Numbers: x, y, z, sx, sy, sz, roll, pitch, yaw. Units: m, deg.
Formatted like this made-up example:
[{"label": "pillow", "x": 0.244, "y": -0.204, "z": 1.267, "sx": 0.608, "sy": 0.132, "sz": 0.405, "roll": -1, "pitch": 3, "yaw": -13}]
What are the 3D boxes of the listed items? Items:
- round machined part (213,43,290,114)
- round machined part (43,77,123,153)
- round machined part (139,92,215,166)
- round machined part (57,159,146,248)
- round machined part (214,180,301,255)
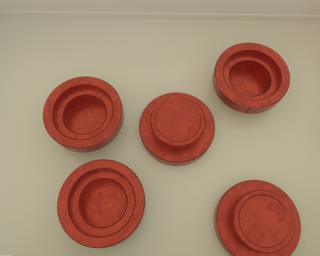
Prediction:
[{"label": "round machined part", "x": 0.121, "y": -0.064, "z": 0.425, "sx": 0.099, "sy": 0.042, "sz": 0.098, "roll": 0, "pitch": 70, "yaw": 0}, {"label": "round machined part", "x": -0.096, "y": -0.014, "z": 0.405, "sx": 0.099, "sy": 0.042, "sz": 0.098, "roll": 0, "pitch": 70, "yaw": 0}, {"label": "round machined part", "x": 0.022, "y": -0.003, "z": 0.402, "sx": 0.099, "sy": 0.042, "sz": 0.098, "roll": 0, "pitch": 70, "yaw": 0}, {"label": "round machined part", "x": -0.066, "y": 0.090, "z": 0.367, "sx": 0.099, "sy": 0.042, "sz": 0.098, "roll": 0, "pitch": 70, "yaw": 0}, {"label": "round machined part", "x": 0.116, "y": 0.109, "z": 0.361, "sx": 0.099, "sy": 0.042, "sz": 0.098, "roll": 0, "pitch": 70, "yaw": 0}]
